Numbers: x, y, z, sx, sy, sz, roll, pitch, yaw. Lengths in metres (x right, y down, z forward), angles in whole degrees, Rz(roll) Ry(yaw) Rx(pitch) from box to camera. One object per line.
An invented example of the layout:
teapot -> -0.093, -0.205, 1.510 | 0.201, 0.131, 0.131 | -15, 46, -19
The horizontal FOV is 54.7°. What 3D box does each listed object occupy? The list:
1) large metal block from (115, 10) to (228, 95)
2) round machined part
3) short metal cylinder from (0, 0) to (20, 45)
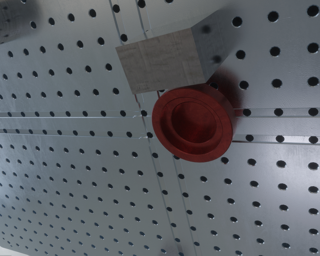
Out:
large metal block -> 0.016, -0.078, 0.319 | 0.080, 0.080, 0.050 | -5, 116, 30
round machined part -> 0.043, -0.010, 0.371 | 0.098, 0.042, 0.097 | 13, 124, 21
short metal cylinder -> -0.246, -0.153, 0.430 | 0.080, 0.050, 0.079 | 13, 124, 21
